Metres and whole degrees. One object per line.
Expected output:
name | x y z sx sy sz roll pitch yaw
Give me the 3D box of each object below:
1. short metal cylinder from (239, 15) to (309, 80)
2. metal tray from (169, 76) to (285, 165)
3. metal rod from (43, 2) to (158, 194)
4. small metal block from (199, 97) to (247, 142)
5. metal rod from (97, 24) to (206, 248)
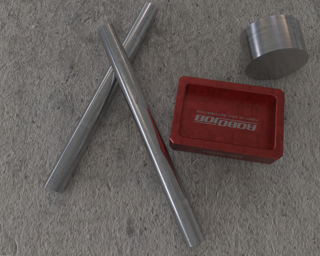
short metal cylinder | 0.152 -0.106 0.419 0.081 0.080 0.050 -4 70 -2
metal tray | 0.082 -0.010 0.383 0.131 0.030 0.090 9 70 3
metal rod | -0.073 -0.053 0.426 0.025 0.025 0.300 22 71 7
small metal block | 0.082 -0.008 0.412 0.050 0.025 0.050 19 71 7
metal rod | -0.016 -0.001 0.391 0.025 0.025 0.299 -22 78 -8
